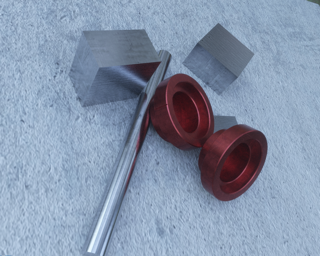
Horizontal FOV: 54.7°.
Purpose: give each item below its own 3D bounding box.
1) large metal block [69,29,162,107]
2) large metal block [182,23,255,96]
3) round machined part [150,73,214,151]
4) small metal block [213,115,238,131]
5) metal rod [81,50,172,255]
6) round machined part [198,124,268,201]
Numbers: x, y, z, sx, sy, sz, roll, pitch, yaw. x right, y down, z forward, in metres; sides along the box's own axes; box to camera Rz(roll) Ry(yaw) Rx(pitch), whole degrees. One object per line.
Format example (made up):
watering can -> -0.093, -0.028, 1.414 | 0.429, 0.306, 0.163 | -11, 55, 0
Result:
large metal block -> -0.058, -0.074, 0.382 | 0.081, 0.080, 0.050 | -14, 69, -34
large metal block -> 0.097, -0.114, 0.509 | 0.080, 0.050, 0.080 | 41, 51, -1
round machined part -> 0.025, -0.018, 0.403 | 0.099, 0.042, 0.098 | 23, 58, -42
small metal block -> 0.089, 0.010, 0.445 | 0.050, 0.025, 0.050 | 1, 61, -28
metal rod -> -0.029, 0.006, 0.384 | 0.025, 0.025, 0.300 | 26, 53, -12
round machined part -> 0.087, 0.040, 0.392 | 0.099, 0.097, 0.042 | -14, 31, -34
